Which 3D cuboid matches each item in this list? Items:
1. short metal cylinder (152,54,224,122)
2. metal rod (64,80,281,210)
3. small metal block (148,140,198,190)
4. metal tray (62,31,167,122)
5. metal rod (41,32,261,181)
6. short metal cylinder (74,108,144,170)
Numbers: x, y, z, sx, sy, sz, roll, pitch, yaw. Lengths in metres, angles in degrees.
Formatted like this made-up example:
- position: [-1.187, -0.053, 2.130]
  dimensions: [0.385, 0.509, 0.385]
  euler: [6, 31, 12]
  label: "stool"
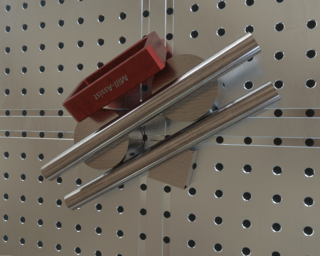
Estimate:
- position: [0.036, -0.047, 0.386]
  dimensions: [0.080, 0.050, 0.079]
  euler: [0, 90, 19]
  label: "short metal cylinder"
- position: [0.002, 0.030, 0.383]
  dimensions: [0.300, 0.025, 0.025]
  euler: [-30, 81, 17]
  label: "metal rod"
- position: [0.017, 0.047, 0.405]
  dimensions: [0.050, 0.025, 0.050]
  euler: [16, 95, 19]
  label: "small metal block"
- position: [-0.054, -0.067, 0.395]
  dimensions: [0.130, 0.090, 0.030]
  euler: [-30, 112, 17]
  label: "metal tray"
- position: [-0.024, -0.016, 0.366]
  dimensions: [0.300, 0.025, 0.025]
  euler: [-31, 80, 17]
  label: "metal rod"
- position: [-0.068, 0.014, 0.422]
  dimensions: [0.080, 0.050, 0.079]
  euler: [0, 90, 19]
  label: "short metal cylinder"
